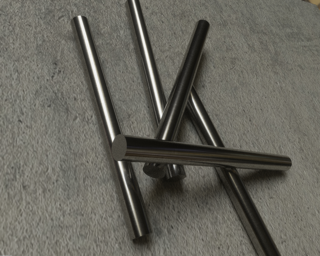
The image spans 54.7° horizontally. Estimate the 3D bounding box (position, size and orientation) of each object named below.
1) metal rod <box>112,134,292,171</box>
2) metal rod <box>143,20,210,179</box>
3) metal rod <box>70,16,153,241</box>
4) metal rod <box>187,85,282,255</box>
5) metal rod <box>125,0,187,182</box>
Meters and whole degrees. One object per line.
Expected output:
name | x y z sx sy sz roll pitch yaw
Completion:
metal rod | 0.077 0.036 0.381 0.302 0.025 0.025 9 57 -40
metal rod | 0.033 -0.062 0.430 0.025 0.025 0.300 29 50 -11
metal rod | -0.066 -0.017 0.379 0.025 0.025 0.299 -6 65 -31
metal rod | 0.094 0.064 0.417 0.025 0.025 0.299 -12 68 -33
metal rod | -0.012 -0.070 0.441 0.025 0.025 0.299 1 61 -28
